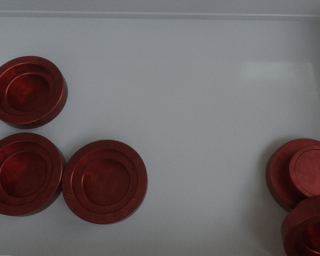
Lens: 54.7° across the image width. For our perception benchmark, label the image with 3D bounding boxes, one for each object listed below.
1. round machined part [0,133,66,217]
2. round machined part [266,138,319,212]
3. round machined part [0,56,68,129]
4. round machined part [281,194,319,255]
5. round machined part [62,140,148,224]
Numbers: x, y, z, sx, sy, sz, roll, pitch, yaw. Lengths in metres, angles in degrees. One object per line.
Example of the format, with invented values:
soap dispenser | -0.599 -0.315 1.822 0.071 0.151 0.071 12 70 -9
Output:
round machined part | -0.163 0.058 0.378 0.099 0.042 0.098 0 70 0
round machined part | 0.186 0.059 0.380 0.099 0.042 0.098 0 70 0
round machined part | -0.173 -0.044 0.415 0.099 0.042 0.098 0 70 0
round machined part | 0.185 0.112 0.342 0.099 0.097 0.042 11 33 4
round machined part | -0.064 0.066 0.376 0.099 0.042 0.098 0 70 0
